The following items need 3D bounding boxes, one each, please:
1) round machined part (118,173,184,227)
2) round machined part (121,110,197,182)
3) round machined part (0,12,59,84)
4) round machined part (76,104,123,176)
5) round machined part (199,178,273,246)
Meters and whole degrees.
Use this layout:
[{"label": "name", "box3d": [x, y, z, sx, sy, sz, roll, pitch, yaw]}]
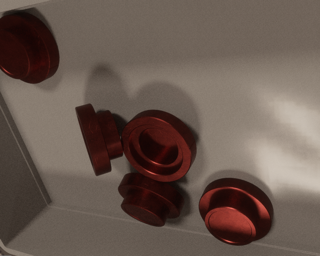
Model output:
[{"label": "round machined part", "box3d": [-0.018, 0.109, 0.451, 0.098, 0.042, 0.098, 18, 148, 12]}, {"label": "round machined part", "box3d": [0.002, 0.019, 0.407, 0.098, 0.042, 0.097, 13, 124, 20]}, {"label": "round machined part", "box3d": [-0.194, -0.107, 0.431, 0.098, 0.042, 0.097, 13, 124, 20]}, {"label": "round machined part", "box3d": [-0.081, 0.013, 0.425, 0.098, 0.042, 0.097, 163, 90, -74]}, {"label": "round machined part", "box3d": [0.099, 0.119, 0.419, 0.098, 0.042, 0.097, 13, 124, 20]}]
